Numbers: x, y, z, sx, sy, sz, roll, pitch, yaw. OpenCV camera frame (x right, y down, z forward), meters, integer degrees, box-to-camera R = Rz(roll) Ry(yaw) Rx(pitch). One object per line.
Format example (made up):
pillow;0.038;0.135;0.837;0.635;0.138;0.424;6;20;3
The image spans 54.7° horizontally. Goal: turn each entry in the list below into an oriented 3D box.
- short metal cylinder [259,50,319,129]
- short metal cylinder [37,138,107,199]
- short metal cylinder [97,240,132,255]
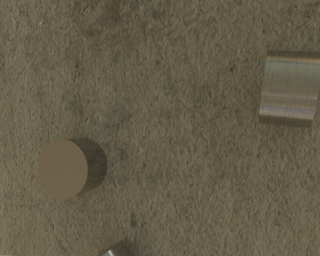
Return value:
short metal cylinder;0.137;-0.042;0.331;0.050;0.080;0.079;8;93;19
short metal cylinder;-0.123;0.055;0.438;0.080;0.050;0.079;0;90;19
short metal cylinder;-0.070;0.191;0.403;0.080;0.080;0.050;-36;79;16
